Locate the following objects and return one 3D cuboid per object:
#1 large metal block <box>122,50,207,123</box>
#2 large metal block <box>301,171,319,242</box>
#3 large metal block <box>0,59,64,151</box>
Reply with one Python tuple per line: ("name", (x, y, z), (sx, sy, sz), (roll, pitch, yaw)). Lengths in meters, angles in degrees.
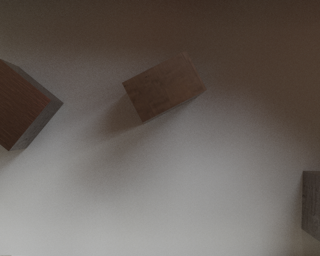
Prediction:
("large metal block", (0.005, -0.047, 0.384), (0.080, 0.080, 0.050), (-27, 90, 0))
("large metal block", (0.235, 0.100, 0.400), (0.081, 0.050, 0.080), (2, 90, 0))
("large metal block", (-0.188, -0.028, 0.397), (0.080, 0.050, 0.080), (39, 90, 0))
